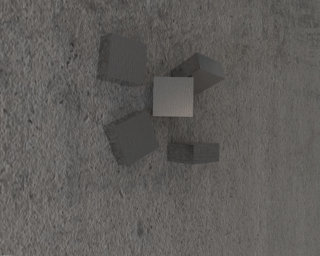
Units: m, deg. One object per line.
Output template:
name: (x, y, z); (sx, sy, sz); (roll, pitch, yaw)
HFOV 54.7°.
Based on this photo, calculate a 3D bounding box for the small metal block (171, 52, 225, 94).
small metal block: (0.052, -0.074, 0.428); (0.050, 0.050, 0.025); (11, 62, -40)

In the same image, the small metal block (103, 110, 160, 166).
small metal block: (-0.034, 0.011, 0.376); (0.050, 0.025, 0.050); (-30, 109, -36)

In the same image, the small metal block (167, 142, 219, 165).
small metal block: (0.046, 0.033, 0.426); (0.050, 0.050, 0.025); (-1, 91, -40)

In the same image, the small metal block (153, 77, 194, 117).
small metal block: (0.017, -0.039, 0.401); (0.050, 0.025, 0.050); (1, 89, 3)

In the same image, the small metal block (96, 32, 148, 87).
small metal block: (-0.044, -0.079, 0.367); (0.050, 0.025, 0.050); (8, 85, -40)
